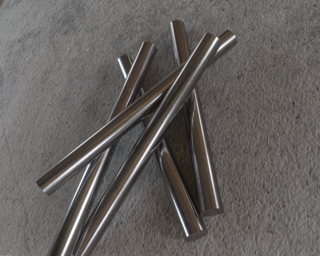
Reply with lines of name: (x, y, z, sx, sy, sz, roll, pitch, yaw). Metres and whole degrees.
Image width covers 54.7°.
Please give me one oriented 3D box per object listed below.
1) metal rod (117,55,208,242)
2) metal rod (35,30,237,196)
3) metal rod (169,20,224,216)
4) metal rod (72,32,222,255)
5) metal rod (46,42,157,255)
metal rod: (-0.010, 0.001, 0.408, 0.025, 0.025, 0.300, -30, 52, 9)
metal rod: (-0.019, -0.027, 0.381, 0.301, 0.025, 0.025, -40, 50, -13)
metal rod: (0.040, -0.036, 0.404, 0.025, 0.025, 0.299, -18, 54, 17)
metal rod: (-0.016, 0.020, 0.367, 0.025, 0.025, 0.299, 31, 88, 38)
metal rod: (-0.064, 0.013, 0.395, 0.025, 0.025, 0.300, 7, 65, 31)
